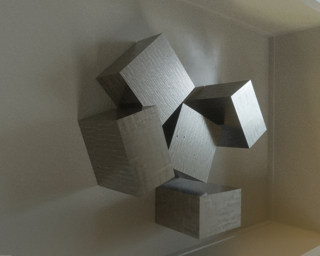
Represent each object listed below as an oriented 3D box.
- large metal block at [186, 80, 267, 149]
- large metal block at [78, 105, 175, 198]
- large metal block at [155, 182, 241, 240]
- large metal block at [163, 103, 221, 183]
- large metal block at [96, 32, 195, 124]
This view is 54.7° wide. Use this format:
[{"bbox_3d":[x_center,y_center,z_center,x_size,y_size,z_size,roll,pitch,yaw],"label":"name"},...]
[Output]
[{"bbox_3d":[0.097,-0.019,0.452,0.050,0.080,0.080,-38,114,-34],"label":"large metal block"},{"bbox_3d":[-0.038,0.022,0.339,0.050,0.080,0.080,-24,106,-38],"label":"large metal block"},{"bbox_3d":[0.051,0.105,0.415,0.081,0.080,0.050,1,90,-40],"label":"large metal block"},{"bbox_3d":[0.029,0.021,0.415,0.080,0.050,0.080,28,72,-37],"label":"large metal block"},{"bbox_3d":[-0.015,-0.055,0.377,0.080,0.050,0.080,-50,120,-29],"label":"large metal block"}]
